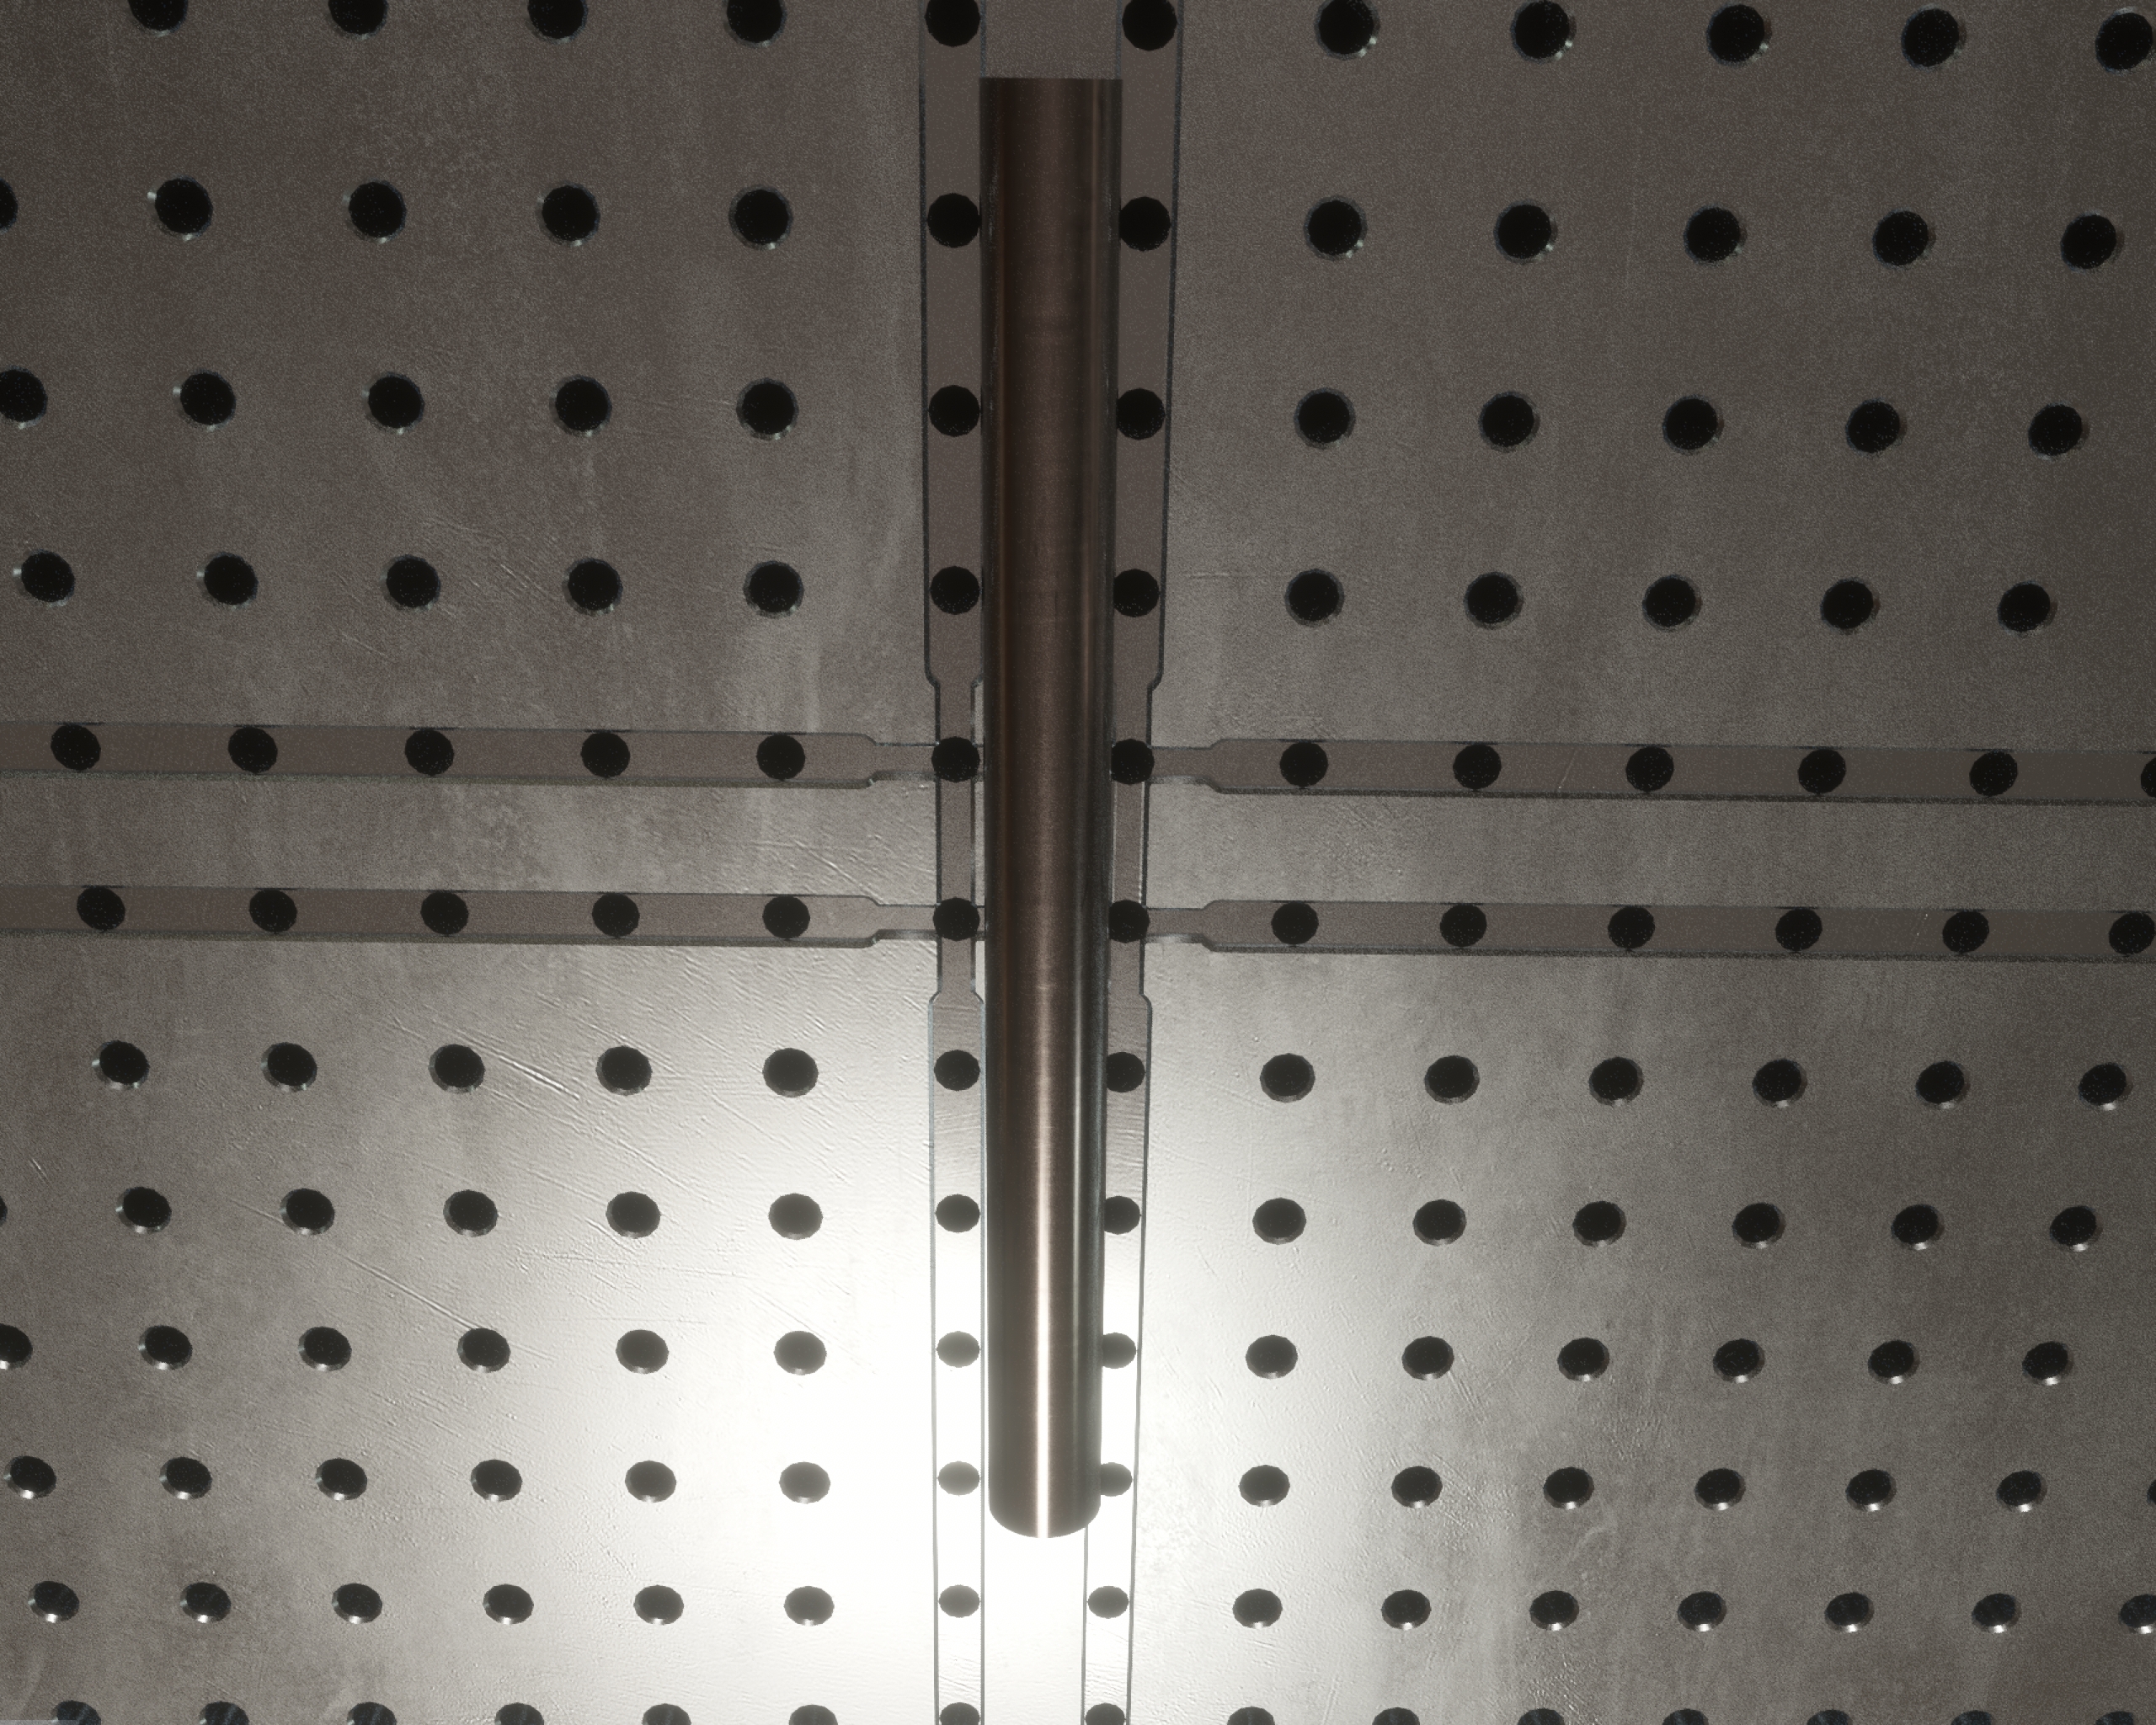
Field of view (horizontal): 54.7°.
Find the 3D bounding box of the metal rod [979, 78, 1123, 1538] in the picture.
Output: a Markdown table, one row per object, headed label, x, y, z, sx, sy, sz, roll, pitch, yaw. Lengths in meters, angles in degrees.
| label | x | y | z | sx | sy | sz | roll | pitch | yaw |
| --- | --- | --- | --- | --- | --- | --- | --- | --- | --- |
| metal rod | -0.006 | 0.003 | 0.414 | 0.025 | 0.025 | 0.298 | 0 | 110 | -1 |
